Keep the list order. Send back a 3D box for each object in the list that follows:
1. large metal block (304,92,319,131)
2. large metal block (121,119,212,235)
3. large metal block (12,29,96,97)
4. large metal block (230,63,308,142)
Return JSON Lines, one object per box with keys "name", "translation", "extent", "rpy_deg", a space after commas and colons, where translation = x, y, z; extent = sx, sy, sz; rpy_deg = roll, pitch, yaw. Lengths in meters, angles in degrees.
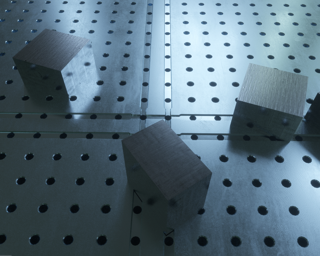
{"name": "large metal block", "translation": [0.259, -0.019, 0.411], "extent": [0.081, 0.050, 0.080], "rpy_deg": [-24, 54, -19]}
{"name": "large metal block", "translation": [0.005, 0.052, 0.328], "extent": [0.050, 0.080, 0.080], "rpy_deg": [-28, 56, -21]}
{"name": "large metal block", "translation": [-0.158, -0.102, 0.475], "extent": [0.080, 0.050, 0.080], "rpy_deg": [17, 52, 13]}
{"name": "large metal block", "translation": [0.149, -0.037, 0.424], "extent": [0.080, 0.050, 0.080], "rpy_deg": [17, 52, 13]}
